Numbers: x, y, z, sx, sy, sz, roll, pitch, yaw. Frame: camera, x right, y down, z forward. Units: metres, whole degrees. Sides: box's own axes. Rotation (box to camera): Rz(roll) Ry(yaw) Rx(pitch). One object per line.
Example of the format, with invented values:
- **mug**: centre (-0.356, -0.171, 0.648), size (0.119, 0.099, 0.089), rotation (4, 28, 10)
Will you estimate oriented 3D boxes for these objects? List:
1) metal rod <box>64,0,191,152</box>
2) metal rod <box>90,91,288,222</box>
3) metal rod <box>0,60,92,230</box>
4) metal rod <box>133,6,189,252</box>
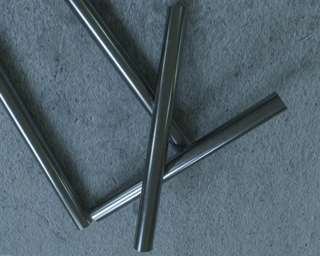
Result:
- **metal rod**: centre (-0.046, -0.080, 0.379), size (0.025, 0.025, 0.299), rotation (-33, 107, 11)
- **metal rod**: centre (0.022, 0.047, 0.402), size (0.300, 0.025, 0.025), rotation (-34, 107, 21)
- **metal rod**: centre (-0.169, 0.013, 0.412), size (0.025, 0.025, 0.299), rotation (-21, 109, 7)
- **metal rod**: centre (0.000, 0.007, 0.380), size (0.025, 0.025, 0.298), rotation (8, 98, -3)
